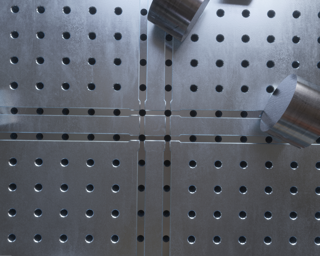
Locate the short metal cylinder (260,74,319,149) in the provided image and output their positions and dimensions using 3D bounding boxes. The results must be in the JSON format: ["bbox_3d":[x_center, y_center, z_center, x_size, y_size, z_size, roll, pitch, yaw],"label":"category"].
[{"bbox_3d":[0.170,-0.021,0.388,0.050,0.080,0.080,26,90,-1],"label":"short metal cylinder"}]

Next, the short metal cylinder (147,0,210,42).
[{"bbox_3d":[0.027,-0.156,0.386,0.050,0.080,0.080,33,90,-1],"label":"short metal cylinder"}]
